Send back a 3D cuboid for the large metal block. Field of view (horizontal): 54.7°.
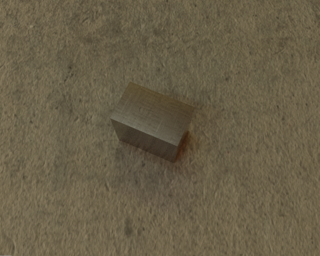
[{"bbox_3d":[-0.008,-0.004,0.380,0.080,0.080,0.050,23,72,7],"label":"large metal block"}]
